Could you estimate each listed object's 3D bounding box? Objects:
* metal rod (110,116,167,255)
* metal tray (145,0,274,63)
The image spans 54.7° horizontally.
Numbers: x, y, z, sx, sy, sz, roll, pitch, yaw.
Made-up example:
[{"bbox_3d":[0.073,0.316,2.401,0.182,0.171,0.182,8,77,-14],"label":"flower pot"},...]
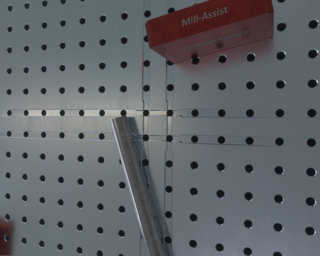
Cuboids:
[{"bbox_3d":[-0.016,0.129,0.418,0.025,0.025,0.299,-19,84,19],"label":"metal rod"},{"bbox_3d":[0.060,-0.114,0.356,0.130,0.090,0.030,-11,86,19],"label":"metal tray"}]
